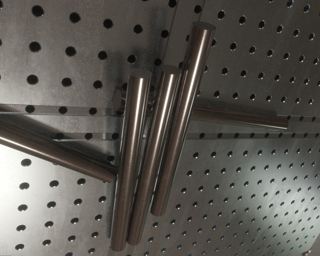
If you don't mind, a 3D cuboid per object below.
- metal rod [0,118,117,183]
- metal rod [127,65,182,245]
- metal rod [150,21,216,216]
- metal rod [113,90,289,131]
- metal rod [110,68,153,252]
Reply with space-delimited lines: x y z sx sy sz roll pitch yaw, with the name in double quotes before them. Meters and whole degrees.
"metal rod" -0.168 0.002 0.321 0.301 0.025 0.025 30 102 -38
"metal rod" -0.016 0.058 0.419 0.025 0.025 0.298 -6 128 -26
"metal rod" 0.020 0.013 0.404 0.025 0.025 0.298 -8 131 -25
"metal rod" 0.078 -0.020 0.443 0.302 0.025 0.025 6 116 -32
"metal rod" -0.044 0.064 0.408 0.025 0.025 0.298 -7 128 -25
